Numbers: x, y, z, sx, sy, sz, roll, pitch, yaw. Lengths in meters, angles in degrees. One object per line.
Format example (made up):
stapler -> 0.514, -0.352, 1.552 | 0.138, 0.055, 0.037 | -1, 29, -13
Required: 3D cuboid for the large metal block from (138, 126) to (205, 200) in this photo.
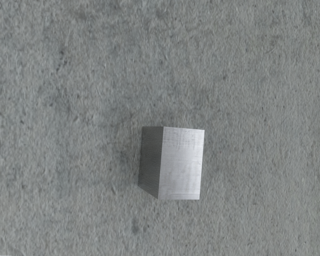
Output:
large metal block -> 0.011, 0.040, 0.384 | 0.050, 0.080, 0.080 | 5, 89, -20
